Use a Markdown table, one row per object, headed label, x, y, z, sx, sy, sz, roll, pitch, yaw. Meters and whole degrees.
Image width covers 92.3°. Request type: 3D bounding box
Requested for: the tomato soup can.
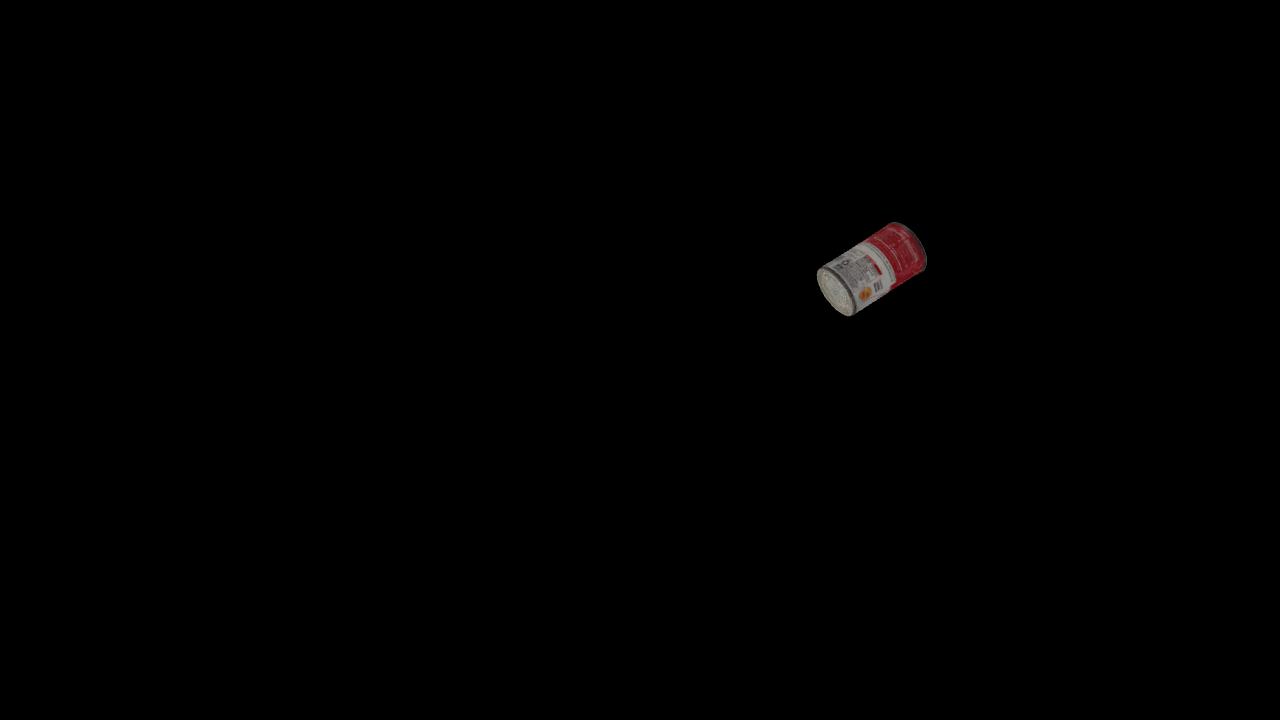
| label | x | y | z | sx | sy | sz | roll | pitch | yaw |
| --- | --- | --- | --- | --- | --- | --- | --- | --- | --- |
| tomato soup can | 0.264 | -0.103 | 0.705 | 0.101 | 0.068 | 0.068 | -33 | 2 | -4 |
